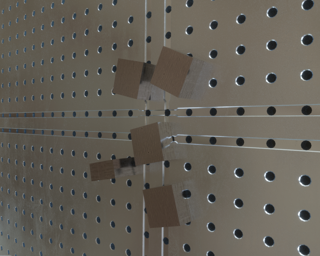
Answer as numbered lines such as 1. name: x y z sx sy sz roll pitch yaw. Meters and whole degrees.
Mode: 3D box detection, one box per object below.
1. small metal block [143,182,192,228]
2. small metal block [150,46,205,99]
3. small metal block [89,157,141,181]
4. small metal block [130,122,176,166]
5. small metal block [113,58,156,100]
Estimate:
1. small metal block: 0.009 0.100 0.401 0.050 0.025 0.050 -19 78 38
2. small metal block: 0.021 -0.070 0.390 0.050 0.025 0.050 32 110 35
3. small metal block: -0.064 0.058 0.443 0.050 0.050 0.025 -14 81 39
4. small metal block: -0.010 0.022 0.416 0.050 0.025 0.050 -15 81 38
5. small metal block: -0.037 -0.069 0.438 0.050 0.025 0.050 18 101 38
